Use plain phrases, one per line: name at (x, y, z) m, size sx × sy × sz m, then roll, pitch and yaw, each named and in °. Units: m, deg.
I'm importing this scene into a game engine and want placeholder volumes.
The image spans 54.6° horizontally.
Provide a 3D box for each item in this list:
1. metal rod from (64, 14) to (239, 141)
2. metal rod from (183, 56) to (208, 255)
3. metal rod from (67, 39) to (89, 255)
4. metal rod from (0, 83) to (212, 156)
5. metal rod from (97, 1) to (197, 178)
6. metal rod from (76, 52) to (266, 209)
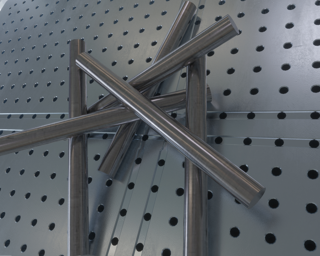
metal rod at (-0.035, -0.053, 0.415) m, size 0.299 × 0.025 × 0.025 m, roll -28°, pitch 51°, yaw 28°
metal rod at (0.040, 0.041, 0.341) m, size 0.025 × 0.025 × 0.299 m, roll -8°, pitch 64°, yaw 24°
metal rod at (-0.111, 0.012, 0.420) m, size 0.025 × 0.025 × 0.299 m, roll -14°, pitch 68°, yaw 21°
metal rod at (-0.082, -0.008, 0.398) m, size 0.302 × 0.025 × 0.025 m, roll -15°, pitch 54°, yaw -3°
metal rod at (-0.012, -0.068, 0.457) m, size 0.025 × 0.025 × 0.300 m, roll 12°, pitch 68°, yaw 33°
metal rod at (-0.011, -0.016, 0.359) m, size 0.025 × 0.025 × 0.300 m, roll -48°, pitch 57°, yaw -5°
